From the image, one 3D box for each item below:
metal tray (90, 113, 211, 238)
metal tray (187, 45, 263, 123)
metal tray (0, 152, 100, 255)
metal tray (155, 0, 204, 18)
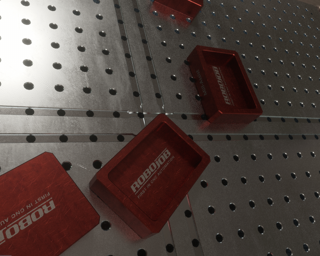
[{"bbox_3d":[-0.007,0.051,0.371,0.090,0.030,0.131,44,51,1],"label":"metal tray"},{"bbox_3d":[0.105,-0.072,0.507,0.091,0.030,0.130,0,62,-29],"label":"metal tray"},{"bbox_3d":[-0.133,0.090,0.279,0.131,0.030,0.090,-33,80,-38],"label":"metal tray"},{"bbox_3d":[0.037,-0.281,0.598,0.091,0.030,0.130,17,55,-19],"label":"metal tray"}]
